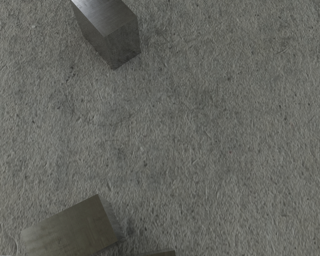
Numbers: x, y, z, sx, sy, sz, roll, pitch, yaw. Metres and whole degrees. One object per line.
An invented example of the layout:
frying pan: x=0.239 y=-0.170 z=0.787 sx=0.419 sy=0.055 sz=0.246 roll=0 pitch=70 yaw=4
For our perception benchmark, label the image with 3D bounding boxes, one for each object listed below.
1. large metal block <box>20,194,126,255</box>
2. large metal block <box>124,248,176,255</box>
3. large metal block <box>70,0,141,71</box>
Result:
large metal block: x=-0.087 y=0.117 z=0.335 sx=0.080 sy=0.080 sz=0.050 roll=-25 pitch=72 yaw=-9
large metal block: x=-0.022 y=0.158 z=0.321 sx=0.081 sy=0.080 sz=0.050 roll=-8 pitch=70 yaw=-3
large metal block: x=-0.073 y=-0.140 z=0.430 sx=0.050 sy=0.080 sz=0.080 roll=-37 pitch=74 yaw=-12
